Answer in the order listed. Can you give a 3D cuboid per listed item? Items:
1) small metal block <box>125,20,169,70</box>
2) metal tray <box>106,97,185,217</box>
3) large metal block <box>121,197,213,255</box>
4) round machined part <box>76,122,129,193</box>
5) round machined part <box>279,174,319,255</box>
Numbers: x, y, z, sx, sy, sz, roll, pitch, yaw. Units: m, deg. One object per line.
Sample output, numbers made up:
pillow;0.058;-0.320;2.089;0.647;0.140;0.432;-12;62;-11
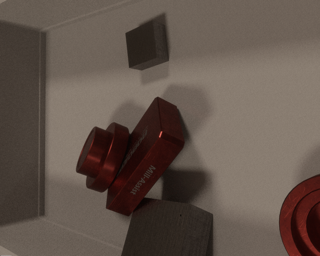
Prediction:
small metal block;-0.018;-0.110;0.420;0.050;0.025;0.050;-11;83;39
metal tray;-0.022;0.035;0.388;0.129;0.030;0.090;-54;21;25
large metal block;0.008;0.130;0.363;0.080;0.050;0.080;-3;64;39
round machined part;-0.084;0.036;0.431;0.097;0.042;0.098;-52;23;35
round machined part;0.159;0.085;0.264;0.098;0.042;0.097;0;90;40
